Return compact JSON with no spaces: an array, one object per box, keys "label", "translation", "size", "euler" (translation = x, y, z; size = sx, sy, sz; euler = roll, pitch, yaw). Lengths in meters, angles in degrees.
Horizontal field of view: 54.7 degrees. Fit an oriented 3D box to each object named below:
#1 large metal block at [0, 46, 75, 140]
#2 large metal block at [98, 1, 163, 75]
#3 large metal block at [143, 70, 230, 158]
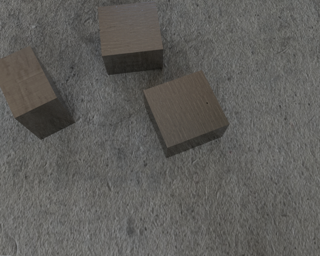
[{"label":"large metal block","translation":[-0.158,-0.041,0.393],"size":[0.050,0.080,0.080],"euler":[-29,73,-10]},{"label":"large metal block","translation":[-0.041,-0.127,0.441],"size":[0.081,0.050,0.080],"euler":[-7,70,-3]},{"label":"large metal block","translation":[0.031,-0.017,0.401],"size":[0.080,0.050,0.080],"euler":[-20,71,-7]}]
